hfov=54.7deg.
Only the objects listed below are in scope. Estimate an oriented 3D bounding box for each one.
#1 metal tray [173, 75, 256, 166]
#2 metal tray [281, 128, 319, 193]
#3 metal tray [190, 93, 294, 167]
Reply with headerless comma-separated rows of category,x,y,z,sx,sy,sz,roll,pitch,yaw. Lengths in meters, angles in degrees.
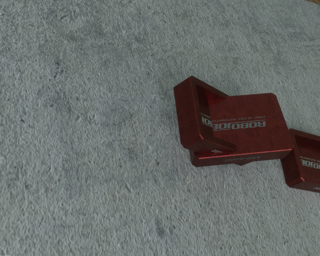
metal tray,0.078,-0.006,0.416,0.131,0.030,0.090,19,53,-40
metal tray,0.257,0.058,0.502,0.131,0.030,0.090,13,56,-21
metal tray,0.103,0.001,0.424,0.131,0.030,0.090,-5,61,-5
